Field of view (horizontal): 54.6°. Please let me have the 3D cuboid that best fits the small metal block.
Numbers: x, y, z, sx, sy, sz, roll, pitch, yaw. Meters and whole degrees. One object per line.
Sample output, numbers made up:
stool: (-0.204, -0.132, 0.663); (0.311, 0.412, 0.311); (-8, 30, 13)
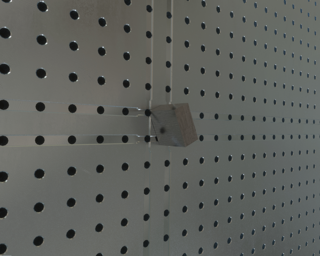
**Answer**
small metal block: (0.017, -0.004, 0.406); (0.025, 0.050, 0.050); (-28, 108, -36)
